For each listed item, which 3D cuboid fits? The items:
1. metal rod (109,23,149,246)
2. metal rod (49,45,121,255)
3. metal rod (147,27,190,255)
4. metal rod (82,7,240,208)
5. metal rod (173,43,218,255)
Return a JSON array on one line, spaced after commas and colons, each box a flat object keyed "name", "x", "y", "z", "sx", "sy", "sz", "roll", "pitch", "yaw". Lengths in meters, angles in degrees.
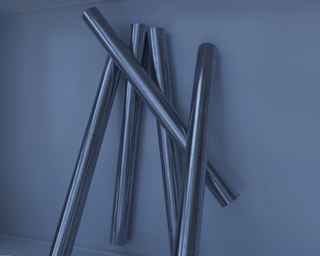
[{"name": "metal rod", "x": -0.043, "y": 0.010, "z": 0.425, "sx": 0.025, "sy": 0.025, "sz": 0.298, "roll": 7, "pitch": 92, "yaw": 20}, {"name": "metal rod", "x": -0.090, "y": 0.028, "z": 0.397, "sx": 0.025, "sy": 0.025, "sz": 0.299, "roll": 8, "pitch": 76, "yaw": 20}, {"name": "metal rod", "x": 0.011, "y": 0.019, "z": 0.406, "sx": 0.025, "sy": 0.025, "sz": 0.298, "roll": -7, "pitch": 88, "yaw": 20}, {"name": "metal rod", "x": -0.006, "y": -0.034, "z": 0.384, "sx": 0.025, "sy": 0.025, "sz": 0.299, "roll": -40, "pitch": 78, "yaw": 16}, {"name": "metal rod", "x": 0.039, "y": 0.038, "z": 0.336, "sx": 0.025, "sy": 0.025, "sz": 0.299, "roll": 1, "pitch": 67, "yaw": 20}]
